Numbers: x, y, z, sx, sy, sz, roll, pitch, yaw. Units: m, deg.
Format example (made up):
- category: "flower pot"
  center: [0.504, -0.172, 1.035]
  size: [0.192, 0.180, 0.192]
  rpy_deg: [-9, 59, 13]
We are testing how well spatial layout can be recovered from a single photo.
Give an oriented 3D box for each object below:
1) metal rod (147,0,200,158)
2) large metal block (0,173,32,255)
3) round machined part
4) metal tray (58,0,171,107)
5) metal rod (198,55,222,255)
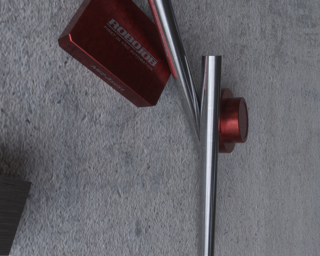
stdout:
- category: "metal rod"
  center: [0.025, -0.074, 0.387]
  size: [0.025, 0.025, 0.299]
  rpy_deg: [-44, 129, -31]
- category: "large metal block"
  center: [-0.164, 0.072, 0.252]
  size: [0.080, 0.050, 0.080]
  rpy_deg: [22, 76, -38]
- category: "round machined part"
  center: [0.104, -0.011, 0.462]
  size: [0.098, 0.042, 0.097]
  rpy_deg: [7, 82, -63]
- category: "metal tray"
  center: [-0.041, -0.095, 0.368]
  size: [0.130, 0.030, 0.090]
  rpy_deg: [38, 67, -34]
- category: "metal rod"
  center: [0.067, 0.053, 0.427]
  size: [0.025, 0.025, 0.298]
  rpy_deg: [-14, 110, -39]
